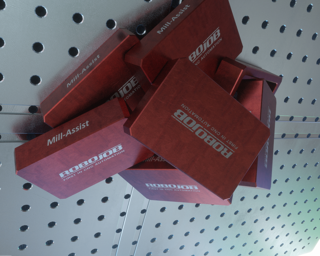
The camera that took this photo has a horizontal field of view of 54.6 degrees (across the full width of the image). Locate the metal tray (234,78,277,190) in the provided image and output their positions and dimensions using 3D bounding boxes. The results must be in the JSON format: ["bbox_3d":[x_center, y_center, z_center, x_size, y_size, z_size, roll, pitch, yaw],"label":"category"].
[{"bbox_3d":[0.123,0.012,0.400,0.090,0.030,0.130,24,71,-58],"label":"metal tray"}]

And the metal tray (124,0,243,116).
[{"bbox_3d":[0.033,-0.084,0.349,0.130,0.030,0.090,-47,133,-14],"label":"metal tray"}]

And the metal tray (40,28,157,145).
[{"bbox_3d":[-0.056,-0.035,0.354,0.130,0.030,0.090,-44,129,1],"label":"metal tray"}]

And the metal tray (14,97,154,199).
[{"bbox_3d":[-0.080,0.027,0.351,0.130,0.030,0.090,-26,145,2],"label":"metal tray"}]

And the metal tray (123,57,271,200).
[{"bbox_3d":[0.041,0.003,0.317,0.130,0.030,0.090,36,84,-19],"label":"metal tray"}]

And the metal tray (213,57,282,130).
[{"bbox_3d":[0.108,-0.038,0.414,0.131,0.030,0.089,-1,121,-51],"label":"metal tray"}]

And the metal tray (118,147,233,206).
[{"bbox_3d":[0.019,0.063,0.400,0.090,0.130,0.030,51,47,-40],"label":"metal tray"}]

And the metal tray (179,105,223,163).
[{"bbox_3d":[0.063,0.013,0.412,0.030,0.090,0.130,-39,129,-1],"label":"metal tray"}]
